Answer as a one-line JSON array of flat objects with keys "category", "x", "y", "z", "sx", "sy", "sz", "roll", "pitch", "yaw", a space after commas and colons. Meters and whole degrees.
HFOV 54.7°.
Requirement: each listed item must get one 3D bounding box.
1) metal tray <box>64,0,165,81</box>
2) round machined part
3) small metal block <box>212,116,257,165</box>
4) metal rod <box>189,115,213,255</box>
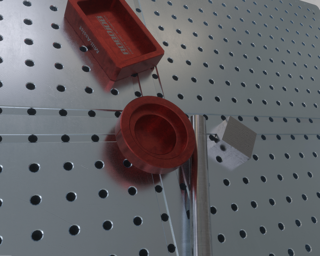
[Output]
[{"category": "metal tray", "x": -0.066, "y": -0.138, "z": 0.453, "sx": 0.091, "sy": 0.030, "sz": 0.130, "roll": -29, "pitch": 78, "yaw": -37}, {"category": "round machined part", "x": -0.009, "y": 0.012, "z": 0.385, "sx": 0.099, "sy": 0.042, "sz": 0.098, "roll": 14, "pitch": 56, "yaw": -21}, {"category": "small metal block", "x": 0.111, "y": 0.018, "z": 0.457, "sx": 0.050, "sy": 0.025, "sz": 0.050, "roll": 33, "pitch": 51, "yaw": -7}, {"category": "metal rod", "x": 0.048, "y": 0.115, "z": 0.363, "sx": 0.025, "sy": 0.025, "sz": 0.300, "roll": 16, "pitch": 55, "yaw": -20}]
